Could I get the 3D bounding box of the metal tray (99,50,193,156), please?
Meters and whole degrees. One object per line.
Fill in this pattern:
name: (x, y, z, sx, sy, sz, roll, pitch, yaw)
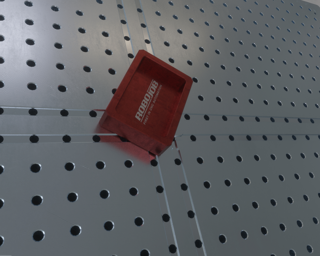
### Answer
metal tray: (-0.014, -0.038, 0.420, 0.090, 0.030, 0.130, 29, 52, -10)
